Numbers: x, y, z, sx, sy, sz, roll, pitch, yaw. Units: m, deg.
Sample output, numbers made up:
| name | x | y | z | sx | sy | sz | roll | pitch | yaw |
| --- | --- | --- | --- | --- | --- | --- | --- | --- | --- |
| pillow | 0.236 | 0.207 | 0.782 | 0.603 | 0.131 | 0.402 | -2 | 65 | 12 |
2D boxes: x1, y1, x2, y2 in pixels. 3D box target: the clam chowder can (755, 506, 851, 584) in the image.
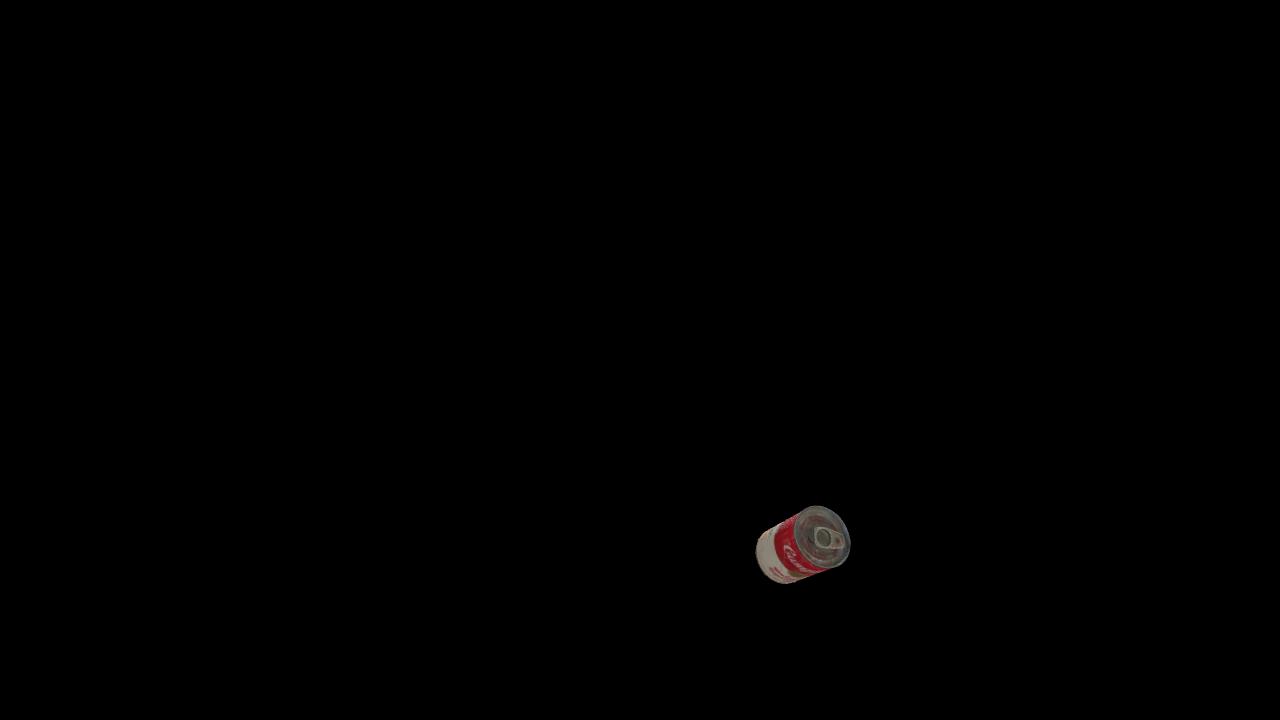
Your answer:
| name | x | y | z | sx | sy | sz | roll | pitch | yaw |
| --- | --- | --- | --- | --- | --- | --- | --- | --- | --- |
| clam chowder can | 0.184 | 0.214 | 0.706 | 0.068 | 0.068 | 0.102 | 0 | -28 | -18 |
